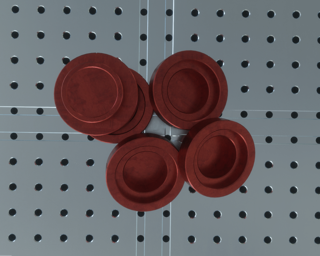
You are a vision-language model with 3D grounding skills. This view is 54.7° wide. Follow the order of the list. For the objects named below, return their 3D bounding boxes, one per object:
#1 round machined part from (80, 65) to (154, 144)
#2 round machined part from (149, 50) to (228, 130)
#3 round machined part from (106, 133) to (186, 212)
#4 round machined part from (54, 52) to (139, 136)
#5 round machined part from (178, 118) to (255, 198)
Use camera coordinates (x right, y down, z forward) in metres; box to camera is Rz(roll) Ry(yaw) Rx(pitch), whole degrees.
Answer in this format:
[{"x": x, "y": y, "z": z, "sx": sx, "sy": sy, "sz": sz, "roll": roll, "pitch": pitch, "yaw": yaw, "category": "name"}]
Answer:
[{"x": -0.057, "y": -0.030, "z": 0.403, "sx": 0.099, "sy": 0.042, "sz": 0.097, "roll": 0, "pitch": 90, "yaw": -1, "category": "round machined part"}, {"x": 0.033, "y": -0.046, "z": 0.396, "sx": 0.099, "sy": 0.042, "sz": 0.097, "roll": 0, "pitch": 91, "yaw": -17, "category": "round machined part"}, {"x": -0.020, "y": 0.053, "z": 0.396, "sx": 0.099, "sy": 0.042, "sz": 0.097, "roll": -3, "pitch": 105, "yaw": -10, "category": "round machined part"}, {"x": -0.075, "y": -0.040, "z": 0.361, "sx": 0.099, "sy": 0.042, "sz": 0.097, "roll": 0, "pitch": 90, "yaw": -1, "category": "round machined part"}, {"x": 0.068, "y": 0.035, "z": 0.394, "sx": 0.099, "sy": 0.042, "sz": 0.097, "roll": -4, "pitch": 102, "yaw": -21, "category": "round machined part"}]
